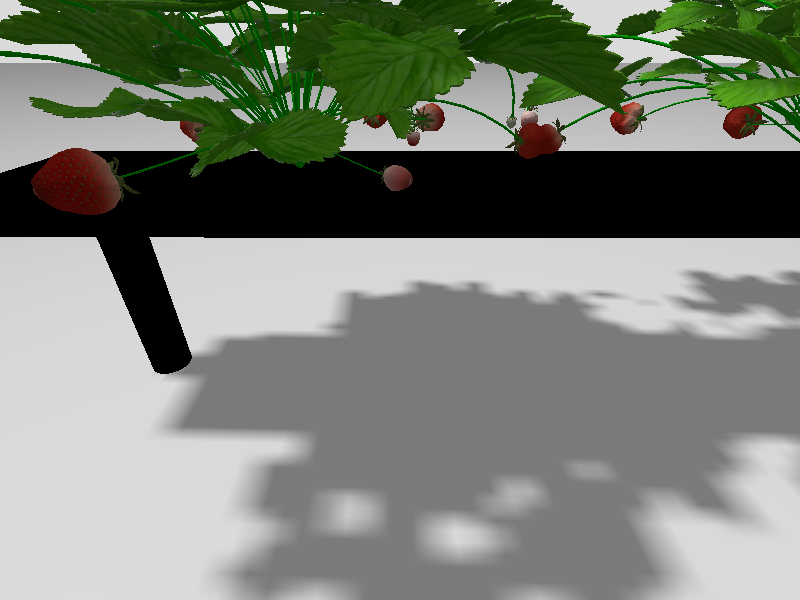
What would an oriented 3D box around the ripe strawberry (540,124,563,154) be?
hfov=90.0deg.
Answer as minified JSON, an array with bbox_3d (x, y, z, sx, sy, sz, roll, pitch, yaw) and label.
[{"bbox_3d":[0.134,-0.147,0.371,0.028,0.027,0.030,-27,23,25],"label":"ripe strawberry"}]

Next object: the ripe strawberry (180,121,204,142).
[{"bbox_3d":[-0.208,-0.180,0.415,0.035,0.034,0.038,22,38,32],"label":"ripe strawberry"}]

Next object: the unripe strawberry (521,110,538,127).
[{"bbox_3d":[0.157,-0.219,0.488,0.020,0.024,0.024,25,40,34],"label":"unripe strawberry"}]

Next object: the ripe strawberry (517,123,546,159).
[{"bbox_3d":[0.123,-0.145,0.366,0.032,0.031,0.029,-2,32,-11],"label":"ripe strawberry"}]

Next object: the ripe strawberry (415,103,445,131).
[{"bbox_3d":[0.038,-0.219,0.479,0.036,0.031,0.036,21,37,29],"label":"ripe strawberry"}]

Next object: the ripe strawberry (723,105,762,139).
[{"bbox_3d":[0.388,-0.204,0.457,0.034,0.036,0.037,5,32,8],"label":"ripe strawberry"}]

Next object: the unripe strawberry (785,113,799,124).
[{"bbox_3d":[0.492,-0.228,0.503,0.013,0.014,0.014,19,37,27],"label":"unripe strawberry"}]

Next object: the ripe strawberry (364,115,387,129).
[{"bbox_3d":[-0.028,-0.236,0.504,0.031,0.036,0.034,8,32,13],"label":"ripe strawberry"}]

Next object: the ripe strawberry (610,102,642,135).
[{"bbox_3d":[0.263,-0.212,0.467,0.030,0.034,0.032,-19,31,-27],"label":"ripe strawberry"}]

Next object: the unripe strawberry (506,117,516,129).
[{"bbox_3d":[0.123,-0.196,0.444,0.011,0.011,0.011,-18,36,-27],"label":"unripe strawberry"}]

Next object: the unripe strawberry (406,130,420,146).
[{"bbox_3d":[0.014,-0.168,0.415,0.015,0.015,0.016,-26,41,-35],"label":"unripe strawberry"}]

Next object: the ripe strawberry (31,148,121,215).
[{"bbox_3d":[-0.192,-0.068,0.237,0.037,0.039,0.040,27,42,36],"label":"ripe strawberry"}]

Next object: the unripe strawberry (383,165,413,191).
[{"bbox_3d":[-0.001,-0.085,0.279,0.020,0.017,0.020,24,39,32],"label":"unripe strawberry"}]
